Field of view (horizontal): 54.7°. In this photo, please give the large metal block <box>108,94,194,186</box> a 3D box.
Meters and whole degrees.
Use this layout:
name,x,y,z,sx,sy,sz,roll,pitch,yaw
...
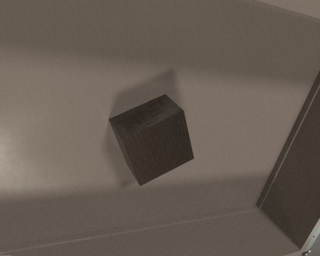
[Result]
name,x,y,z,sx,sy,sz,roll,pitch,yaw
large metal block,-0.009,0.015,0.398,0.080,0.050,0.080,-26,128,-13
